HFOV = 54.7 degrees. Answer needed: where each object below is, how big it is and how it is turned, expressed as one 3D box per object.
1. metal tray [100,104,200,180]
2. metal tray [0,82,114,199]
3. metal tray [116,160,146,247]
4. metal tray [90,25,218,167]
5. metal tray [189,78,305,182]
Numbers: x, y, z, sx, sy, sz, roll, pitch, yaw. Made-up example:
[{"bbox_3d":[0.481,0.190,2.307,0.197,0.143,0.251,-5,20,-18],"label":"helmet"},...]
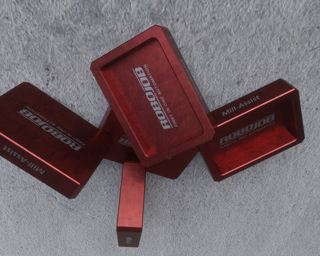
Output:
[{"bbox_3d":[-0.016,0.016,0.419,0.131,0.030,0.089,20,127,-17],"label":"metal tray"},{"bbox_3d":[-0.128,0.010,0.353,0.130,0.090,0.030,35,123,-6],"label":"metal tray"},{"bbox_3d":[-0.040,0.111,0.434,0.030,0.090,0.129,5,151,-4],"label":"metal tray"},{"bbox_3d":[-0.006,-0.033,0.339,0.090,0.030,0.130,-25,97,19],"label":"metal tray"},{"bbox_3d":[0.111,0.006,0.390,0.130,0.030,0.090,-26,127,2],"label":"metal tray"}]
